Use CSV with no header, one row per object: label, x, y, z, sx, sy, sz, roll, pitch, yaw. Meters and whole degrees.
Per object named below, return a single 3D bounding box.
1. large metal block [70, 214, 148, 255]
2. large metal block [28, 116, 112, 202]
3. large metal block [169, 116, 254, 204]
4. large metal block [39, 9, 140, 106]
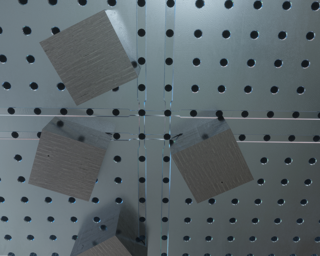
large metal block,-0.075,0.191,0.470,0.080,0.050,0.080,-30,108,10
large metal block,-0.118,0.041,0.413,0.080,0.050,0.079,19,109,-8
large metal block,0.067,0.042,0.417,0.080,0.050,0.080,-25,109,8
large metal block,-0.078,-0.084,0.368,0.080,0.050,0.080,-24,109,8
